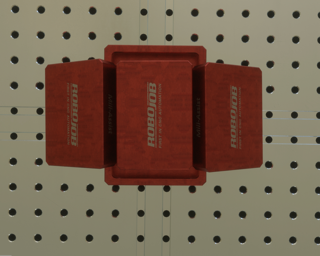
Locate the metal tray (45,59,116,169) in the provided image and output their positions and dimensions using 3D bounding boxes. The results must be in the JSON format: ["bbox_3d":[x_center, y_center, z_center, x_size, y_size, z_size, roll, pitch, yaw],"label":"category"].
[{"bbox_3d":[-0.101,-0.017,0.392,0.090,0.030,0.129,0,90,25],"label":"metal tray"}]

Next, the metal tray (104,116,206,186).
[{"bbox_3d":[-0.006,0.029,0.411,0.131,0.030,0.089,0,90,-1],"label":"metal tray"}]

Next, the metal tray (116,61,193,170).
[{"bbox_3d":[-0.006,-0.015,0.380,0.091,0.030,0.129,0,90,-1],"label":"metal tray"}]

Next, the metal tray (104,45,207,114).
[{"bbox_3d":[-0.006,-0.061,0.410,0.131,0.030,0.089,0,90,-1],"label":"metal tray"}]

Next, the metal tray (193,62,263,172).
[{"bbox_3d":[0.086,-0.013,0.393,0.091,0.030,0.129,-1,90,-28],"label":"metal tray"}]
